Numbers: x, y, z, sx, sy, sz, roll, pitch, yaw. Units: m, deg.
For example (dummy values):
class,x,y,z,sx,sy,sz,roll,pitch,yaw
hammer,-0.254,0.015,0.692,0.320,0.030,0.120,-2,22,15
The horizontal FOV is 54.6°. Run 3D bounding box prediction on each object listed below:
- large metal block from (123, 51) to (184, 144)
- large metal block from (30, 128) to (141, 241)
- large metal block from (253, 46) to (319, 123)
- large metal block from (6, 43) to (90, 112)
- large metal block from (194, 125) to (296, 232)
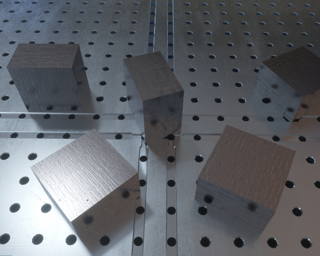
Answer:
class,x,y,z,sx,sy,sz,roll,pitch,yaw
large metal block,-0.010,-0.040,0.406,0.050,0.080,0.080,-16,52,-13
large metal block,-0.079,0.059,0.341,0.080,0.050,0.080,-34,58,-25
large metal block,0.198,-0.065,0.447,0.081,0.050,0.080,-23,54,-18
large metal block,-0.149,-0.068,0.429,0.080,0.080,0.050,0,50,0
large metal block,0.094,0.053,0.347,0.080,0.050,0.080,23,54,18
